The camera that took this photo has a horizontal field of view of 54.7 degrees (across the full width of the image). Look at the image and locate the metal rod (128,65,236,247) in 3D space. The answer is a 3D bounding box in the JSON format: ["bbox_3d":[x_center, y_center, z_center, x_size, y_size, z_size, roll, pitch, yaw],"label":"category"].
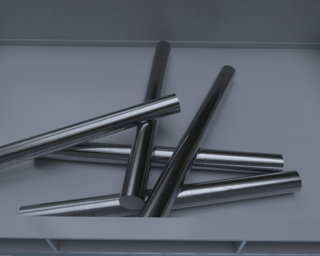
[{"bbox_3d":[0.044,0.006,0.373,0.025,0.025,0.301,19,45,15],"label":"metal rod"}]

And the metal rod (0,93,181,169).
[{"bbox_3d":[-0.122,0.015,0.356,0.302,0.025,0.025,-18,52,-8],"label":"metal rod"}]

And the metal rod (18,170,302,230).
[{"bbox_3d":[0.006,0.077,0.338,0.302,0.025,0.025,-6,51,-6],"label":"metal rod"}]

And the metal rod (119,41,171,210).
[{"bbox_3d":[-0.011,-0.031,0.406,0.025,0.025,0.300,5,44,4],"label":"metal rod"}]

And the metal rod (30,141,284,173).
[{"bbox_3d":[-0.008,0.034,0.375,0.302,0.025,0.025,4,50,2],"label":"metal rod"}]
